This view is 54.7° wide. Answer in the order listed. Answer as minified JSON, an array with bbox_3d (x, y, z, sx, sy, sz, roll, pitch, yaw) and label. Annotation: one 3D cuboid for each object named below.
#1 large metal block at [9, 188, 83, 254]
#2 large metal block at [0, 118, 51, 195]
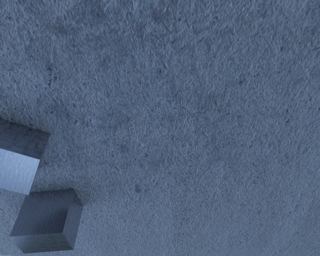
[{"bbox_3d":[-0.177,0.148,0.495,0.080,0.080,0.050,-6,130,5],"label":"large metal block"},{"bbox_3d":[-0.205,0.039,0.422,0.080,0.050,0.079,20,127,-16],"label":"large metal block"}]
